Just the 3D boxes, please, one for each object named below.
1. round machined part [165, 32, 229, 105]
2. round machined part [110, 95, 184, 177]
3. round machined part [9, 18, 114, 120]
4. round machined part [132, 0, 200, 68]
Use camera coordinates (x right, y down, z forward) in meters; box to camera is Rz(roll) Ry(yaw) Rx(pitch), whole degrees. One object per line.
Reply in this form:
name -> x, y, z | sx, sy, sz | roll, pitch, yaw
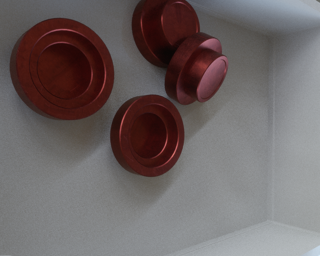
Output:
round machined part -> 0.054, -0.073, 0.413 | 0.099, 0.042, 0.097 | -39, 148, -30
round machined part -> -0.019, 0.009, 0.381 | 0.099, 0.042, 0.097 | 0, 90, -40
round machined part -> -0.100, -0.056, 0.313 | 0.099, 0.042, 0.097 | 0, 90, -40
round machined part -> 0.015, -0.132, 0.410 | 0.099, 0.042, 0.097 | 0, 90, -40
